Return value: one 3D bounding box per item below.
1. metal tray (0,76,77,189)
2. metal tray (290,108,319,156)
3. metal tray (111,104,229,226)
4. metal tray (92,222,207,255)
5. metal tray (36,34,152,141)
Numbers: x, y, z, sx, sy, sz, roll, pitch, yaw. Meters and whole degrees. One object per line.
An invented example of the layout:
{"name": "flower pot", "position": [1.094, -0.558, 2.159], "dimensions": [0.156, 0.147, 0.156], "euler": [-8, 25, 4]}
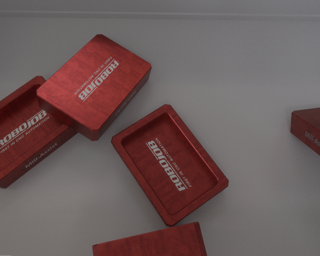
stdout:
{"name": "metal tray", "position": [-0.181, 0.003, 0.404], "dimensions": [0.130, 0.030, 0.090], "euler": [-40, 75, -13]}
{"name": "metal tray", "position": [0.224, 0.009, 0.359], "dimensions": [0.091, 0.130, 0.030], "euler": [-7, 112, -3]}
{"name": "metal tray", "position": [0.011, 0.045, 0.390], "dimensions": [0.090, 0.030, 0.130], "euler": [-33, 73, -11]}
{"name": "metal tray", "position": [-0.008, 0.121, 0.309], "dimensions": [0.091, 0.130, 0.030], "euler": [-11, 71, -4]}
{"name": "metal tray", "position": [-0.082, -0.057, 0.407], "dimensions": [0.090, 0.030, 0.130], "euler": [32, 60, 5]}
